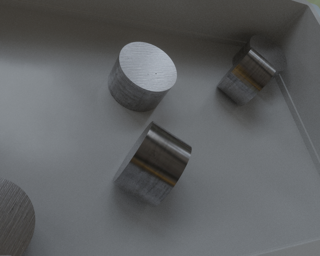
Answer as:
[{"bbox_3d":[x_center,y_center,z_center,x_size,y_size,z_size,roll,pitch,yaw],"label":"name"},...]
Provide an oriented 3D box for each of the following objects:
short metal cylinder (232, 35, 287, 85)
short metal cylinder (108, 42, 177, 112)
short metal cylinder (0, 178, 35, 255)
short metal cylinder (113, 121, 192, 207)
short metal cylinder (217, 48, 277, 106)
[{"bbox_3d":[0.179,-0.120,0.559,0.081,0.050,0.080,14,56,-21],"label":"short metal cylinder"},{"bbox_3d":[-0.024,-0.068,0.418,0.081,0.050,0.080,14,56,-21],"label":"short metal cylinder"},{"bbox_3d":[-0.149,0.086,0.257,0.081,0.050,0.080,14,56,-21],"label":"short metal cylinder"},{"bbox_3d":[-0.009,0.039,0.341,0.050,0.080,0.080,34,51,-6],"label":"short metal cylinder"},{"bbox_3d":[0.136,-0.081,0.493,0.050,0.080,0.080,41,51,-1],"label":"short metal cylinder"}]
